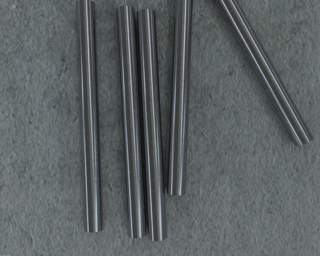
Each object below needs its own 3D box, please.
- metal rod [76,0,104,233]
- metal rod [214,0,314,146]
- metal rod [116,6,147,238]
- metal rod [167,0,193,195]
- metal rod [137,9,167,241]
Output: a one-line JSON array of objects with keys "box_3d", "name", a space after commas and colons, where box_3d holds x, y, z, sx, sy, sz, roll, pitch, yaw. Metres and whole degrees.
[{"box_3d": [-0.093, -0.015, 0.408, 0.025, 0.025, 0.298, -2, 90, -1], "name": "metal rod"}, {"box_3d": [0.119, -0.112, 0.411, 0.025, 0.025, 0.299, -29, 90, 0], "name": "metal rod"}, {"box_3d": [-0.038, -0.008, 0.409, 0.025, 0.025, 0.298, -3, 90, -1], "name": "metal rod"}, {"box_3d": [0.027, -0.063, 0.410, 0.025, 0.025, 0.298, 2, 90, -1], "name": "metal rod"}, {"box_3d": [-0.011, -0.004, 0.409, 0.025, 0.025, 0.298, -3, 90, -1], "name": "metal rod"}]
